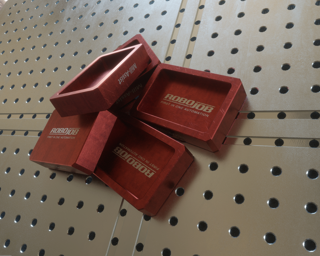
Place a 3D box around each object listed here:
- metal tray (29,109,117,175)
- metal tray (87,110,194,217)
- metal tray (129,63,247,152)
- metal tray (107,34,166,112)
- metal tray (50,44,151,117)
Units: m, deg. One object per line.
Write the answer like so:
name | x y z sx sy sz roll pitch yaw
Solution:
metal tray | -0.127 0.014 0.442 0.130 0.030 0.090 -1 61 44
metal tray | -0.034 0.039 0.398 0.130 0.030 0.090 28 78 37
metal tray | 0.034 -0.032 0.406 0.130 0.030 0.090 20 73 35
metal tray | -0.063 -0.081 0.488 0.130 0.030 0.090 -34 50 5
metal tray | -0.080 -0.069 0.435 0.090 0.030 0.130 -6 35 34
